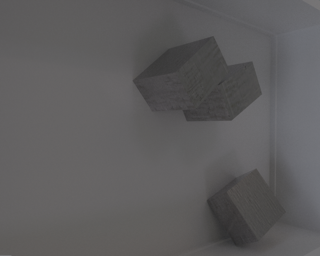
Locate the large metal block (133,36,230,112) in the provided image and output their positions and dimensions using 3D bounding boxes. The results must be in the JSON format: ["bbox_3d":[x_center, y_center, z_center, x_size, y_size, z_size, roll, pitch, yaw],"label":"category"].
[{"bbox_3d":[0.027,-0.066,0.393,0.080,0.080,0.050,-47,118,-30],"label":"large metal block"}]

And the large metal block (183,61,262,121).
[{"bbox_3d":[0.083,-0.051,0.440,0.081,0.080,0.050,-36,112,-34],"label":"large metal block"}]

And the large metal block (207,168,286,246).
[{"bbox_3d":[0.135,0.122,0.483,0.081,0.050,0.080,-26,79,-37],"label":"large metal block"}]
